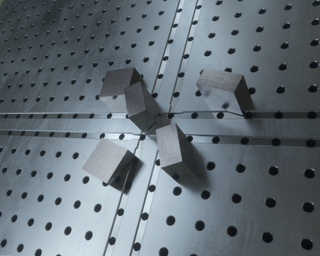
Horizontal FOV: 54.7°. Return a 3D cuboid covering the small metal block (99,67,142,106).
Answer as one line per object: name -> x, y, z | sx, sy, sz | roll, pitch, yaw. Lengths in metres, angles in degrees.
small metal block -> -0.061, -0.063, 0.477 | 0.050, 0.025, 0.050 | -3, 60, 26

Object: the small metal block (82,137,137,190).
small metal block -> -0.067, 0.047, 0.413 | 0.050, 0.025, 0.050 | 20, 72, 35

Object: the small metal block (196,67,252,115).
small metal block -> 0.078, -0.045, 0.378 | 0.050, 0.050, 0.025 | 20, 72, 35

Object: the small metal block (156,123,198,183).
small metal block -> 0.020, 0.030, 0.362 | 0.025, 0.050, 0.050 | -20, 54, 17

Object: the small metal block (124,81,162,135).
small metal block -> -0.023, -0.026, 0.419 | 0.025, 0.050, 0.050 | -23, 54, 14
